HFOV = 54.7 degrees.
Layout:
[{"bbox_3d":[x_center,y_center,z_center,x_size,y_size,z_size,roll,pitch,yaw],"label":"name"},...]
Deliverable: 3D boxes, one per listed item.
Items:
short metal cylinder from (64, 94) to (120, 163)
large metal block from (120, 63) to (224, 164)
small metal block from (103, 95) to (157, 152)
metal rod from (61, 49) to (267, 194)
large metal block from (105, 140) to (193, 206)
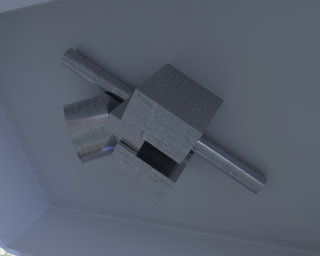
[{"bbox_3d":[-0.089,0.001,0.409,0.050,0.080,0.079,-17,116,-8],"label":"short metal cylinder"},{"bbox_3d":[0.015,-0.019,0.352,0.080,0.080,0.050,35,129,5],"label":"large metal block"},{"bbox_3d":[-0.030,-0.007,0.372,0.050,0.050,0.025,35,129,4],"label":"small metal block"},{"bbox_3d":[0.001,-0.012,0.399,0.301,0.025,0.025,34,129,5],"label":"metal rod"},{"bbox_3d":[-0.009,0.038,0.399,0.080,0.080,0.050,34,129,5],"label":"large metal block"}]
